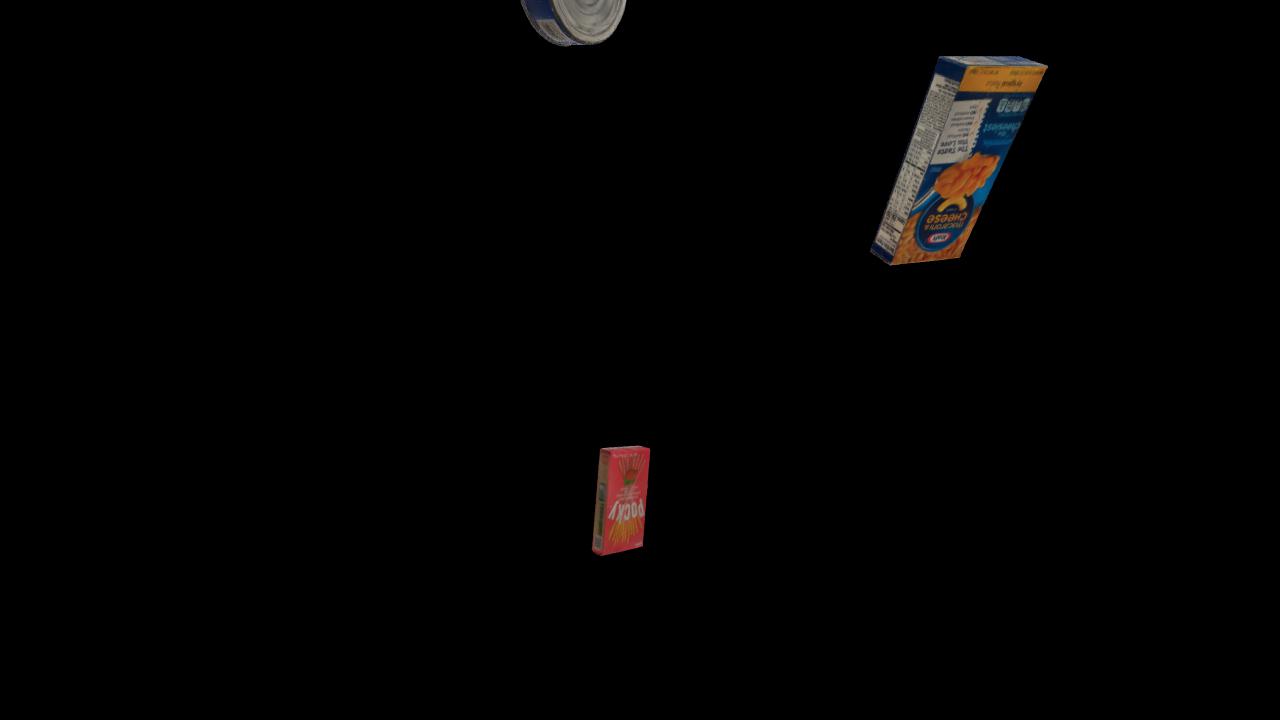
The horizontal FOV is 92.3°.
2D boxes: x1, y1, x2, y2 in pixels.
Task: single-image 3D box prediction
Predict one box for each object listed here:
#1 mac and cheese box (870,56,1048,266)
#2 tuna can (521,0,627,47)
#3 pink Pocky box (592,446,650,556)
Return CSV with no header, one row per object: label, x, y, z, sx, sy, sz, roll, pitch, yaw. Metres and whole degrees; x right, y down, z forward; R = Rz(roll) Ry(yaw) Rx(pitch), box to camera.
mac and cheese box,0.289,-0.180,0.573,0.093,0.184,0.041,-10,40,-19
tuna can,-0.047,-0.277,0.451,0.034,0.084,0.084,23,14,36
pink Pocky box,-0.027,0.208,0.919,0.084,0.155,0.029,4,1,-44
